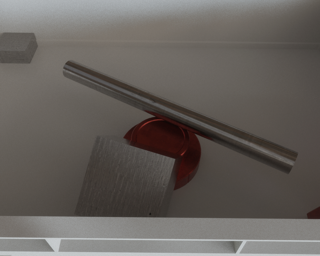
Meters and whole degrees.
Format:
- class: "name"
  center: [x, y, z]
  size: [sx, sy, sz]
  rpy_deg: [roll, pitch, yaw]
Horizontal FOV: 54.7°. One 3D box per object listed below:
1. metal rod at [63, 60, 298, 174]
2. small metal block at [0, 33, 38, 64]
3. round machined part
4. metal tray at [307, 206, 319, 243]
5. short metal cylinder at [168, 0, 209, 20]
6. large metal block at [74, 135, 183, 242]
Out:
- class: "metal rod"
  center: [0.008, -0.022, 0.368]
  size: [0.301, 0.025, 0.025]
  rpy_deg: [24, 54, 19]
- class: "small metal block"
  center: [-0.238, -0.133, 0.514]
  size: [0.050, 0.025, 0.050]
  rpy_deg: [1, 50, 0]
- class: "round machined part"
  center: [0.001, 0.024, 0.374]
  size: [0.099, 0.042, 0.098]
  rpy_deg: [0, 50, 0]
- class: "metal tray"
  center: [0.203, 0.076, 0.274]
  size: [0.091, 0.129, 0.030]
  rpy_deg: [0, 62, -1]
- class: "short metal cylinder"
  center: [0.056, -0.257, 0.609]
  size: [0.081, 0.050, 0.080]
  rpy_deg: [0, 50, 0]
- class: "large metal block"
  center: [-0.029, 0.057, 0.315]
  size: [0.080, 0.050, 0.080]
  rpy_deg: [16, 91, 12]
